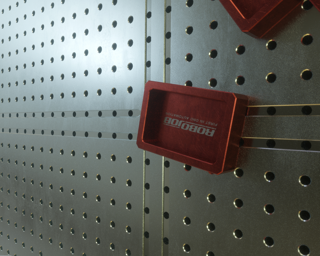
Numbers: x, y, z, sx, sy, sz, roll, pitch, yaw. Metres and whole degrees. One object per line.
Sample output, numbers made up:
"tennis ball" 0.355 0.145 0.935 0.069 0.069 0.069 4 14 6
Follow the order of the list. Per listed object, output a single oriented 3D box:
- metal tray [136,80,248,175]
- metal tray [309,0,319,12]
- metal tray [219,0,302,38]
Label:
"metal tray" 0.033 -0.005 0.377 0.130 0.030 0.089 15 99 38
"metal tray" 0.195 -0.094 0.244 0.090 0.030 0.130 -41 65 32
"metal tray" 0.096 -0.173 0.325 0.090 0.030 0.130 -41 65 32
